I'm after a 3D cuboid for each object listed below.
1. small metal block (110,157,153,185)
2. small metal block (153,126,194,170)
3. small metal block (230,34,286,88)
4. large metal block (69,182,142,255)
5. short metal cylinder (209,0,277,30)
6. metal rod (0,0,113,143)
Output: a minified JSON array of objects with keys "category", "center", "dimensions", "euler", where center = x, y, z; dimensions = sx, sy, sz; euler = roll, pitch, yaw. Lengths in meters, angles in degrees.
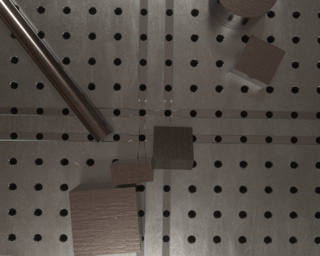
[{"category":"small metal block","center":[-0.034,0.055,0.400],"dimensions":[0.050,0.050,0.025],"euler":[-5,91,0]},{"category":"small metal block","center":[0.016,0.026,0.401],"dimensions":[0.050,0.025,0.050],"euler":[2,53,-1]},{"category":"small metal block","center":[0.130,-0.088,0.415],"dimensions":[0.050,0.025,0.050],"euler":[26,90,-1]},{"category":"large metal block","center":[-0.067,0.114,0.400],"dimensions":[0.081,0.050,0.079],"euler":[-4,90,-1]},{"category":"short metal cylinder","center":[0.107,-0.175,0.402],"dimensions":[0.081,0.050,0.079],"euler":[0,90,-1]},{"category":"metal rod","center":[-0.164,-0.105,0.411],"dimensions":[0.025,0.025,0.300],"euler":[-38,91,0]}]
